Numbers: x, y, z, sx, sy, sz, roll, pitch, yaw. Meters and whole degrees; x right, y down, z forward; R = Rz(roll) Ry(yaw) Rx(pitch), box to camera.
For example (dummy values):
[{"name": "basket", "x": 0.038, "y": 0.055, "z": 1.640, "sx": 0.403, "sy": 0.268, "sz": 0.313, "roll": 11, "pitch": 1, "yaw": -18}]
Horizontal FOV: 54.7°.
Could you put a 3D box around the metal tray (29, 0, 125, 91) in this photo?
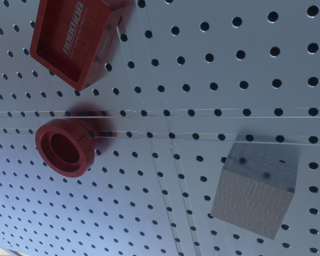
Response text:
[{"name": "metal tray", "x": -0.109, "y": -0.122, "z": 0.390, "sx": 0.090, "sy": 0.030, "sz": 0.129, "roll": 36, "pitch": 129, "yaw": 4}]

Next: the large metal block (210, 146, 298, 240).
[{"name": "large metal block", "x": 0.115, "y": 0.080, "z": 0.384, "sx": 0.080, "sy": 0.050, "sz": 0.079, "roll": 18, "pitch": 126, "yaw": 18}]

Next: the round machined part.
[{"name": "round machined part", "x": -0.145, "y": 0.028, "z": 0.494, "sx": 0.098, "sy": 0.042, "sz": 0.097, "roll": 13, "pitch": 124, "yaw": 21}]
